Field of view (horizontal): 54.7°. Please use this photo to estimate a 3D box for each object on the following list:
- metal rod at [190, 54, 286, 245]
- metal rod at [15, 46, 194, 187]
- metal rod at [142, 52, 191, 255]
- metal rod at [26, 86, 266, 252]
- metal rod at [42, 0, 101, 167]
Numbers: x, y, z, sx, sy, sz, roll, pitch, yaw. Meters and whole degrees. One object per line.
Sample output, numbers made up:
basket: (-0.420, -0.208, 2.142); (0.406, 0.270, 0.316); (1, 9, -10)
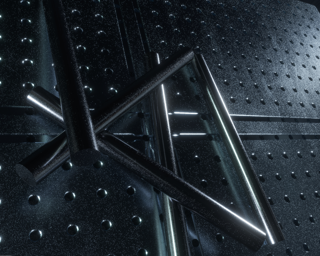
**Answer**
metal rod: (0.105, 0.017, 0.456); (0.025, 0.025, 0.299); (-6, 65, -31)
metal rod: (-0.037, -0.036, 0.369); (0.025, 0.025, 0.302); (44, 46, 2)
metal rod: (0.005, 0.024, 0.397); (0.025, 0.025, 0.299); (6, 59, -25)
metal rod: (-0.018, 0.044, 0.347); (0.301, 0.025, 0.025); (33, 51, 3)
metal rod: (-0.110, -0.084, 0.353); (0.025, 0.025, 0.299); (1, 47, -28)
